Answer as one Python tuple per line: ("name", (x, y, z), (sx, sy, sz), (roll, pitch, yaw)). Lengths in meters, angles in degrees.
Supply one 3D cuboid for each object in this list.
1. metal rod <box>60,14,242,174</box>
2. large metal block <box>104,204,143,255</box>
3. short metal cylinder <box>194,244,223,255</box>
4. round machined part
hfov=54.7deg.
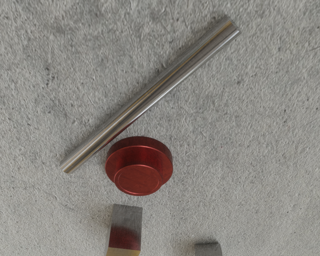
("metal rod", (-0.030, -0.025, 0.385), (0.025, 0.025, 0.299), (37, 121, -27))
("large metal block", (-0.064, 0.190, 0.532), (0.050, 0.080, 0.079), (11, 129, -9))
("short metal cylinder", (0.095, 0.268, 0.601), (0.050, 0.080, 0.080), (-5, 130, 4))
("round machined part", (-0.030, 0.062, 0.448), (0.099, 0.042, 0.097), (-1, 130, 0))
